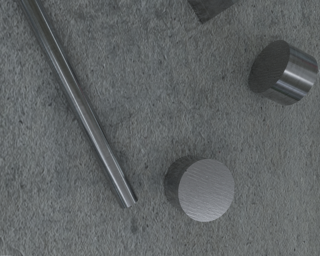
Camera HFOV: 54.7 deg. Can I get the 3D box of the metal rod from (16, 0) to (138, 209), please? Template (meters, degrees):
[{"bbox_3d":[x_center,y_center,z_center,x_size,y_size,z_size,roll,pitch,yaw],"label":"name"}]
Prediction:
[{"bbox_3d":[-0.100,-0.039,0.371,0.025,0.025,0.299,-28,99,-18],"label":"metal rod"}]

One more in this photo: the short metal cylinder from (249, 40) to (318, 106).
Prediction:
[{"bbox_3d":[0.174,-0.078,0.444,0.050,0.080,0.080,20,83,-19],"label":"short metal cylinder"}]

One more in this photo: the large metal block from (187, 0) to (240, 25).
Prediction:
[{"bbox_3d":[0.091,-0.192,0.413,0.080,0.080,0.050,-39,103,-16],"label":"large metal block"}]

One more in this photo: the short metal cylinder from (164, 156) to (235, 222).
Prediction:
[{"bbox_3d":[0.052,0.079,0.415,0.081,0.050,0.080,0,90,-20],"label":"short metal cylinder"}]
